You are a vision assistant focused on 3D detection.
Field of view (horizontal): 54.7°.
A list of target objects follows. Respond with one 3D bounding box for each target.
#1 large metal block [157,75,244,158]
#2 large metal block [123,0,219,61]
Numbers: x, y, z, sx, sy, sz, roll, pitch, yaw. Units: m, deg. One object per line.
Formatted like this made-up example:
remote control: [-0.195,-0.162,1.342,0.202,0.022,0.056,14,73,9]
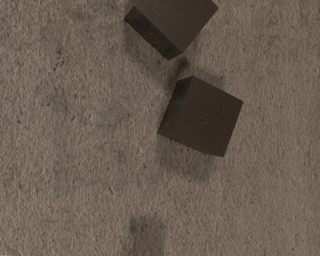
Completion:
large metal block: [0.053,-0.014,0.417,0.080,0.050,0.080,24,82,-19]
large metal block: [0.014,-0.148,0.402,0.080,0.050,0.080,40,77,-16]
